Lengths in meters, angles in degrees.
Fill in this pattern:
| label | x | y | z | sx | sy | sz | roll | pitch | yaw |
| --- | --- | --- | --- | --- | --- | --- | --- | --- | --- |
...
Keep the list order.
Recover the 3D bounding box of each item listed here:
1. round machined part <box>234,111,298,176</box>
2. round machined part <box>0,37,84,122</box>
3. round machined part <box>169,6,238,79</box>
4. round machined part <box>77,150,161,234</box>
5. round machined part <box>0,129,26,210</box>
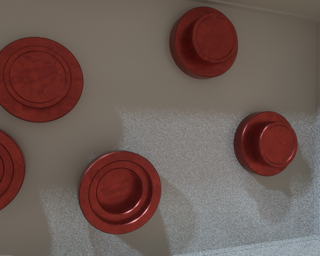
| label | x | y | z | sx | sy | sz | roll | pitch | yaw |
| --- | --- | --- | --- | --- | --- | --- | --- | --- | --- |
| round machined part | 0.164 | 0.024 | 0.462 | 0.099 | 0.042 | 0.097 | 0 | 90 | -20 |
| round machined part | -0.137 | -0.055 | 0.351 | 0.099 | 0.042 | 0.097 | 0 | 90 | -20 |
| round machined part | 0.066 | -0.118 | 0.425 | 0.099 | 0.042 | 0.097 | 0 | 90 | -20 |
| round machined part | -0.052 | 0.076 | 0.382 | 0.099 | 0.042 | 0.097 | 0 | 90 | -20 |
| round machined part | -0.196 | 0.044 | 0.329 | 0.099 | 0.042 | 0.097 | 0 | 90 | -20 |
